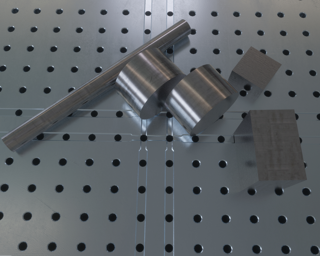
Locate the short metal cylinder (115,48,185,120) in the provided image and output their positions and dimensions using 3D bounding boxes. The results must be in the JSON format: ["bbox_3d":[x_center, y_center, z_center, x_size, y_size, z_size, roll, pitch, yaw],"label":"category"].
[{"bbox_3d":[-0.011,-0.057,0.403,0.080,0.080,0.050,-39,75,-13],"label":"short metal cylinder"}]

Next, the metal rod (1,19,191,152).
[{"bbox_3d":[-0.079,-0.066,0.435,0.301,0.025,0.025,-36,74,-13],"label":"metal rod"}]

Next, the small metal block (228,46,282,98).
[{"bbox_3d":[0.135,-0.080,0.442,0.050,0.025,0.050,36,74,12],"label":"small metal block"}]

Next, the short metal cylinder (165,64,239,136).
[{"bbox_3d":[0.053,-0.035,0.396,0.080,0.080,0.050,-37,74,-12],"label":"short metal cylinder"}]

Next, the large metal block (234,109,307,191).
[{"bbox_3d":[0.127,0.030,0.373,0.050,0.080,0.080,-1,70,0],"label":"large metal block"}]
